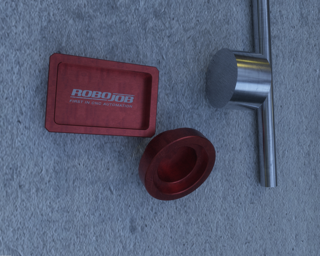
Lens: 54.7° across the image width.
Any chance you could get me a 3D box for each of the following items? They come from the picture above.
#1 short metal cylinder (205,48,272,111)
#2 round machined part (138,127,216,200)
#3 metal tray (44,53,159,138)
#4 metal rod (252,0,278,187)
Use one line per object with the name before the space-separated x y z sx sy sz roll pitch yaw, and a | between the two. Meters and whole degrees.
short metal cylinder | 0.103 -0.064 0.419 0.050 0.080 0.079 3 89 -20
round machined part | 0.018 0.041 0.393 0.099 0.042 0.097 -15 126 -21
metal tray | -0.069 -0.036 0.381 0.131 0.030 0.089 4 89 -20
metal rod | 0.159 -0.061 0.469 0.025 0.025 0.298 -3 91 -20
